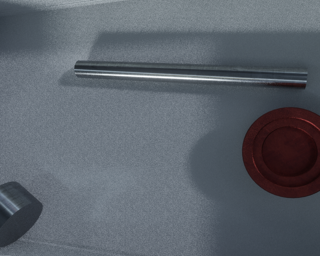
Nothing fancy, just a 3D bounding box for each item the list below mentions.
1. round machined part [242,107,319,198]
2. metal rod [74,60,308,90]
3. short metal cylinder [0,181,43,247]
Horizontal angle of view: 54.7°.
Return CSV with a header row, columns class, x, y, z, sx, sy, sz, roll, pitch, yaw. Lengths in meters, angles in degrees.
class,x,y,z,sx,sy,sz,roll,pitch,yaw
round machined part,0.145,0.026,0.350,0.098,0.042,0.097,0,90,19
metal rod,0.024,-0.071,0.401,0.301,0.025,0.025,6,92,19
short metal cylinder,-0.224,0.127,0.458,0.050,0.080,0.080,35,101,16
